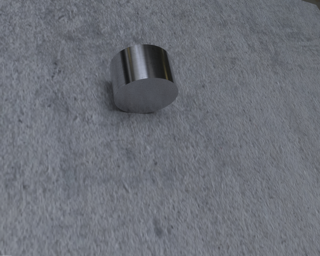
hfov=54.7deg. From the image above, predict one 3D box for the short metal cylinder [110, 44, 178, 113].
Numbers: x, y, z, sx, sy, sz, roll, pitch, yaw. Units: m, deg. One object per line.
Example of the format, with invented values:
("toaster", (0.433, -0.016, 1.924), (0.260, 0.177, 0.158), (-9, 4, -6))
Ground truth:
("short metal cylinder", (-0.021, -0.060, 0.395), (0.081, 0.080, 0.050), (3, 61, -27))
